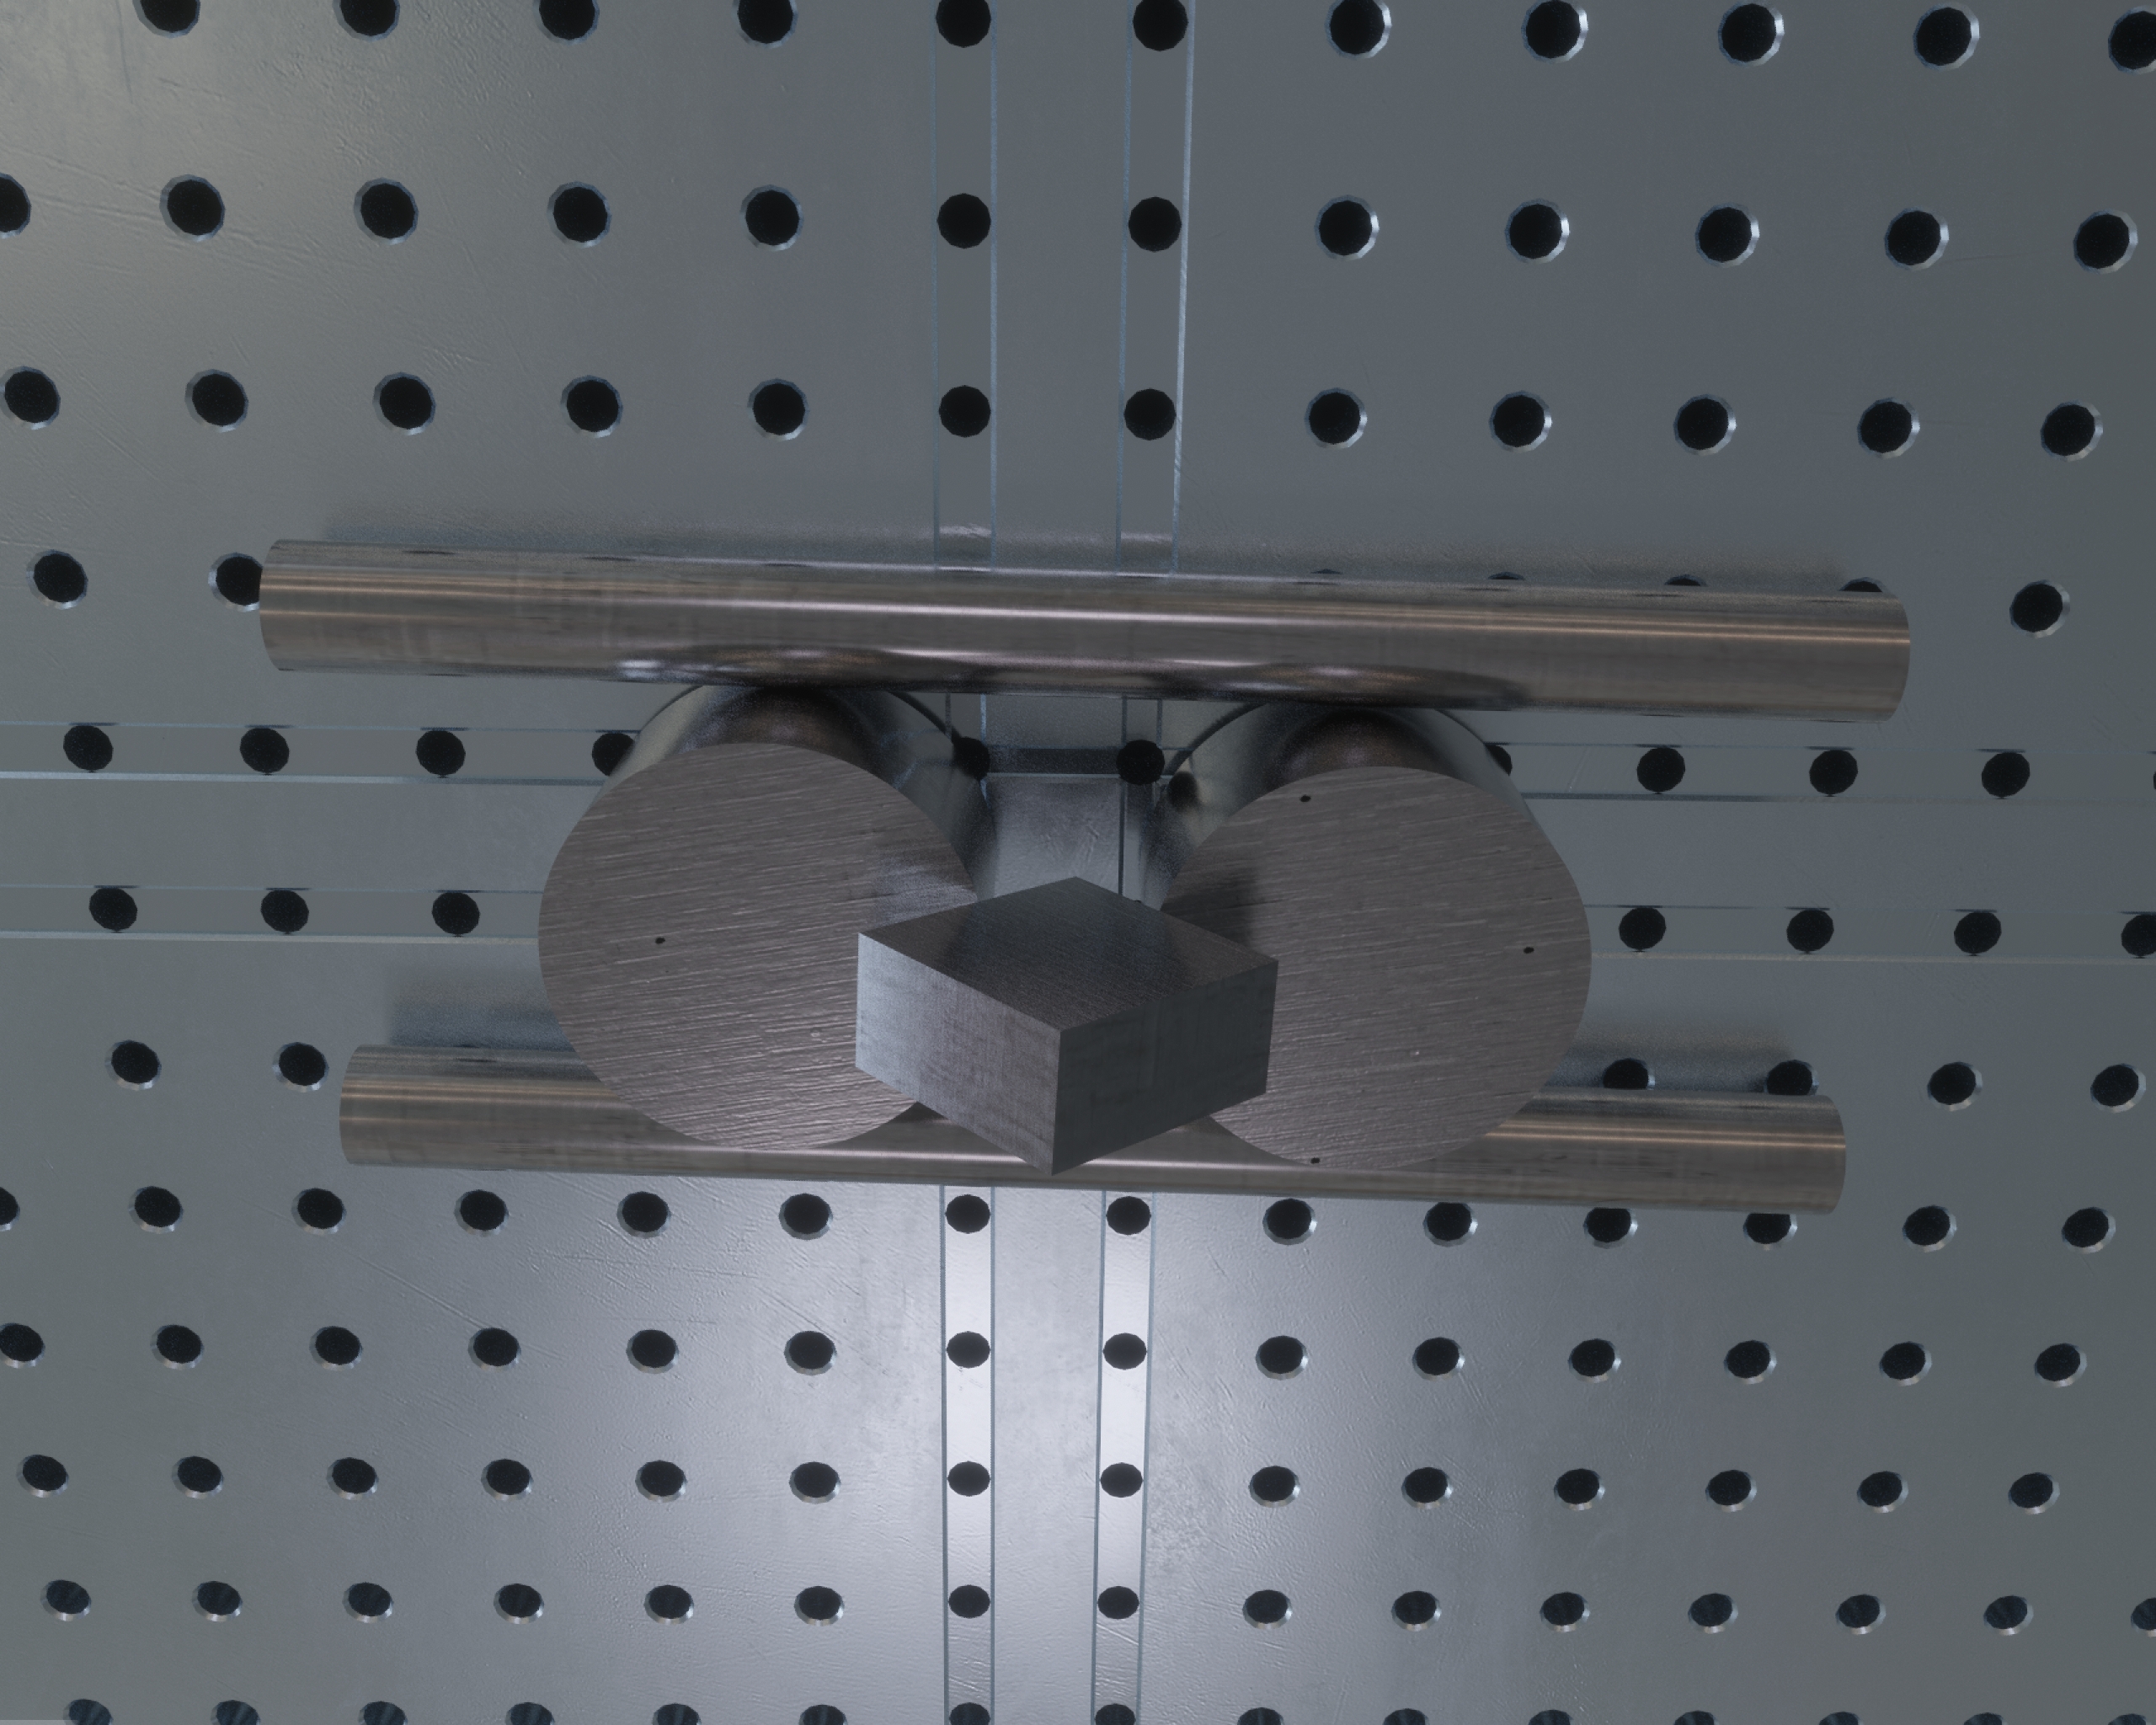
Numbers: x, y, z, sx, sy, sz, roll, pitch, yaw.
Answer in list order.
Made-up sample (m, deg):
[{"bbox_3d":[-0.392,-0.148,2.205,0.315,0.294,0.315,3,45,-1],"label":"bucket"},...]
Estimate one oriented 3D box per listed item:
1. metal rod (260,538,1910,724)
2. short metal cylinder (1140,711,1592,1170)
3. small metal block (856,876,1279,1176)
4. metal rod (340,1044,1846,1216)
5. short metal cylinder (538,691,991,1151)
[{"bbox_3d":[0.002,-0.043,0.394,0.302,0.025,0.025,2,110,-1],"label":"metal rod"},{"bbox_3d":[0.053,0.012,0.401,0.081,0.050,0.079,0,110,0],"label":"short metal cylinder"},{"bbox_3d":[-0.002,0.026,0.357,0.050,0.050,0.025,-14,116,-42],"label":"small metal block"},{"bbox_3d":[0.004,0.055,0.430,0.302,0.025,0.025,2,110,-1],"label":"metal rod"},{"bbox_3d":[-0.057,0.008,0.399,0.081,0.050,0.079,0,110,0],"label":"short metal cylinder"}]
